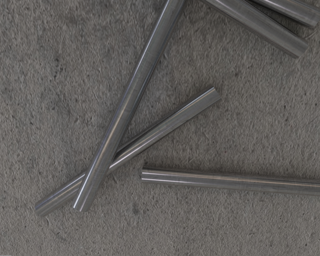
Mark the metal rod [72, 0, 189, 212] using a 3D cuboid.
[{"bbox_3d":[-0.041,-0.026,0.383,0.025,0.025,0.298,25,102,-9],"label":"metal rod"}]

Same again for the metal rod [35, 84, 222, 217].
[{"bbox_3d":[-0.050,0.036,0.422,0.300,0.025,0.025,-34,107,11],"label":"metal rod"}]

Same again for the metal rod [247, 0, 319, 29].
[{"bbox_3d":[0.041,-0.179,0.344,0.302,0.025,0.025,20,109,-8],"label":"metal rod"}]

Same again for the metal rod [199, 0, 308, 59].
[{"bbox_3d":[0.038,-0.155,0.332,0.302,0.025,0.025,24,108,-17],"label":"metal rod"}]

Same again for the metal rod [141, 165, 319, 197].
[{"bbox_3d":[0.126,0.077,0.438,0.302,0.025,0.025,5,110,-2],"label":"metal rod"}]
